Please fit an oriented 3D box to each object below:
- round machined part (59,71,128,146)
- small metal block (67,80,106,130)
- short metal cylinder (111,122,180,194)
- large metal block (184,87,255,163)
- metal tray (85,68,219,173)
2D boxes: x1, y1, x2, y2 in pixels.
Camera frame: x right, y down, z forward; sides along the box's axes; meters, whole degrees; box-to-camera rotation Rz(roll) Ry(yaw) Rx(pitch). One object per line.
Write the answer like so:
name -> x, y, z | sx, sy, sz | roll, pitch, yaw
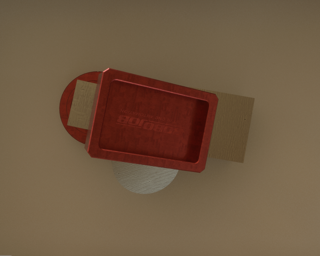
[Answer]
round machined part -> -0.081, -0.025, 0.400 | 0.099, 0.042, 0.097 | 0, 90, -1
small metal block -> -0.081, -0.025, 0.354 | 0.025, 0.050, 0.050 | 12, 90, 0
short metal cylinder -> -0.020, 0.034, 0.385 | 0.081, 0.050, 0.079 | -3, 104, -12
large metal block -> 0.068, -0.004, 0.397 | 0.080, 0.050, 0.080 | 10, 90, -1
metal tray -> -0.007, -0.005, 0.337 | 0.131, 0.030, 0.089 | 11, 90, -20
